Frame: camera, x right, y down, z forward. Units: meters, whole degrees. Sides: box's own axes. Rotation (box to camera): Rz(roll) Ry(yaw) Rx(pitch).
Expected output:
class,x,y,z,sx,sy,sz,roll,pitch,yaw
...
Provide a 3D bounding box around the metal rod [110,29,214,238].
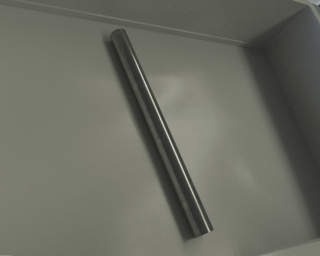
class,x,y,z,sx,sy,sz,roll,pitch,yaw
metal rod,-0.005,-0.007,0.406,0.025,0.025,0.299,-11,67,-33
